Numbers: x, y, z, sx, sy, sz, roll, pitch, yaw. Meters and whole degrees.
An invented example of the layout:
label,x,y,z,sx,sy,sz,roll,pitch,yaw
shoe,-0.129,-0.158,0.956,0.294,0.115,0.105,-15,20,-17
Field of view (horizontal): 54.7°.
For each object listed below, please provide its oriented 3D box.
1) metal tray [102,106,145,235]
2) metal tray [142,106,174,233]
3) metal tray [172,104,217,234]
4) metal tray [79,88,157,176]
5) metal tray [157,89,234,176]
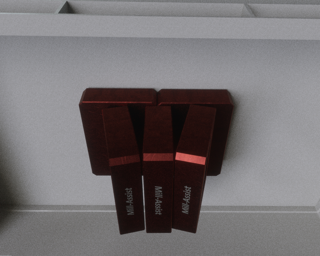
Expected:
label,x,y,z,sx,sy,sz,roll,pitch,yaw
metal tray,-0.042,0.051,0.364,0.030,0.090,0.129,-8,131,-10
metal tray,-0.002,0.050,0.366,0.030,0.090,0.129,0,128,0
metal tray,0.039,0.049,0.364,0.030,0.090,0.129,9,131,11
metal tray,-0.050,0.010,0.410,0.091,0.030,0.129,0,130,-1
metal tray,0.041,0.010,0.413,0.091,0.030,0.129,0,130,-1
